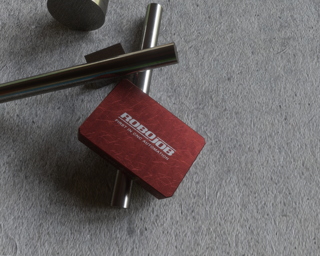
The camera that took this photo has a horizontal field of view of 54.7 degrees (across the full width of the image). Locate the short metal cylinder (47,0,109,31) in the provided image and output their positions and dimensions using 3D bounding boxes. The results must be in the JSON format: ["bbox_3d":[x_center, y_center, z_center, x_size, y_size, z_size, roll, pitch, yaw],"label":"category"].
[{"bbox_3d":[-0.115,-0.185,0.446,0.080,0.080,0.050,6,70,2],"label":"short metal cylinder"}]

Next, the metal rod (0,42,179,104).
[{"bbox_3d":[-0.126,-0.060,0.389,0.301,0.025,0.025,-11,70,11],"label":"metal rod"}]

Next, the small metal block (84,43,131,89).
[{"bbox_3d":[-0.070,-0.084,0.425,0.050,0.050,0.025,-23,72,-8],"label":"small metal block"}]

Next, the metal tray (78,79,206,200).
[{"bbox_3d":[-0.021,0.014,0.377,0.130,0.030,0.090,37,66,-3],"label":"metal tray"}]

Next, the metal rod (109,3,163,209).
[{"bbox_3d":[-0.028,-0.044,0.423,0.025,0.025,0.299,7,70,3],"label":"metal rod"}]
